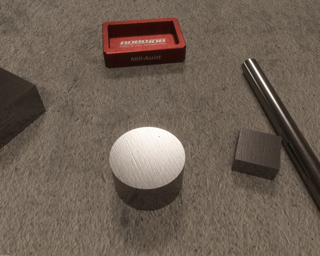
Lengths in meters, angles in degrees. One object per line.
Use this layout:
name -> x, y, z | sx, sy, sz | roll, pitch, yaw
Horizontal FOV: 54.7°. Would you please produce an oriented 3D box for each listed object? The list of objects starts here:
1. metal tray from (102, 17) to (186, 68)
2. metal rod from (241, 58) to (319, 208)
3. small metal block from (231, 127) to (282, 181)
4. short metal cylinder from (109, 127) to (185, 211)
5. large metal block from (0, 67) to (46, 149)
metal tray -> -0.029, -0.145, 0.521 | 0.131, 0.030, 0.090 | -6, 50, -6
metal rod -> 0.169, 0.013, 0.394 | 0.025, 0.025, 0.300 | -8, 51, -7
small metal block -> 0.118, 0.031, 0.379 | 0.050, 0.025, 0.050 | 13, 51, 10
short metal cylinder -> -0.013, 0.045, 0.349 | 0.081, 0.050, 0.080 | 0, 50, 0
large metal block -> -0.216, -0.030, 0.409 | 0.080, 0.050, 0.080 | 26, 54, 20
